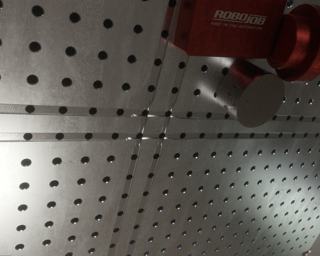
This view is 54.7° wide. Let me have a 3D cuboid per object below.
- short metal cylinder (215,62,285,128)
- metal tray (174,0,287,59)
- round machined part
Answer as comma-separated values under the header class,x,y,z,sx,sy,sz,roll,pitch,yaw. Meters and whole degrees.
class,x,y,z,sx,sy,sz,roll,pitch,yaw
short metal cylinder,0.127,-0.047,0.437,0.081,0.050,0.079,-14,125,-21
metal tray,0.088,-0.133,0.375,0.131,0.030,0.089,-4,121,-27
round machined part,0.172,-0.108,0.396,0.042,0.098,0.097,4,118,-12
